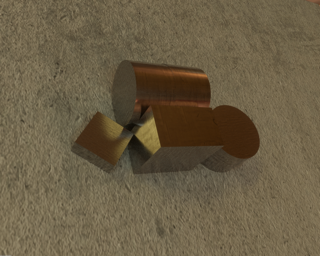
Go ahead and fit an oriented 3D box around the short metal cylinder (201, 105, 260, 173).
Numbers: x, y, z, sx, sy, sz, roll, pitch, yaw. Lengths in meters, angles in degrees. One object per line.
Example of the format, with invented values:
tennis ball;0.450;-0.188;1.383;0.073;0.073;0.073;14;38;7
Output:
short metal cylinder;0.088;0.015;0.427;0.081;0.050;0.080;14;56;-21

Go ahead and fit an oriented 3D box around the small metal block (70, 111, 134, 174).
small metal block;-0.066;0.017;0.360;0.050;0.025;0.050;33;51;-7

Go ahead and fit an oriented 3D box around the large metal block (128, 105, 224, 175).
large metal block;0.014;0.016;0.369;0.081;0.080;0.050;1;62;-28

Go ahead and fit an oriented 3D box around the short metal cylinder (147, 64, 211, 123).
short metal cylinder;0.022;-0.042;0.408;0.050;0.080;0.080;1;62;-28

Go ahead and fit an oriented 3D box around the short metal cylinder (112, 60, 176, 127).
short metal cylinder;-0.022;-0.041;0.384;0.050;0.080;0.080;1;62;-28
